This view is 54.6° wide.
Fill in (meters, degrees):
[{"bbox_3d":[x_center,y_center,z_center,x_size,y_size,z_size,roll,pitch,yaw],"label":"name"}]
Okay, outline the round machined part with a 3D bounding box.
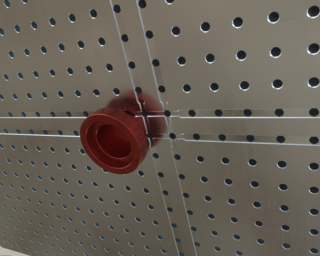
[{"bbox_3d":[-0.061,0.015,0.442,0.098,0.042,0.097,13,124,21],"label":"round machined part"}]
